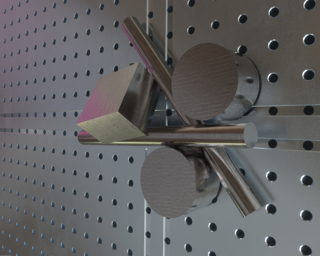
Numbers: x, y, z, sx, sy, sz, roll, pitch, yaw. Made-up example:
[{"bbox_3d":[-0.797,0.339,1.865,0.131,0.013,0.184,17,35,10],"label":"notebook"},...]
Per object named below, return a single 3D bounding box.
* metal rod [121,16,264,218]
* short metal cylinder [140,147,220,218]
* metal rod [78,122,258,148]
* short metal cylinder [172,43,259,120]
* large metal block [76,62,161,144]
[{"bbox_3d":[0.027,-0.030,0.382,0.025,0.025,0.299,-45,63,30],"label":"metal rod"},{"bbox_3d":[0.023,0.061,0.369,0.080,0.050,0.079,0,90,40],"label":"short metal cylinder"},{"bbox_3d":[-0.019,0.011,0.398,0.300,0.025,0.025,-2,89,46],"label":"metal rod"},{"bbox_3d":[0.060,-0.048,0.339,0.080,0.050,0.079,0,90,40],"label":"short metal cylinder"},{"bbox_3d":[-0.052,-0.030,0.407,0.080,0.050,0.080,-13,47,39],"label":"large metal block"}]
